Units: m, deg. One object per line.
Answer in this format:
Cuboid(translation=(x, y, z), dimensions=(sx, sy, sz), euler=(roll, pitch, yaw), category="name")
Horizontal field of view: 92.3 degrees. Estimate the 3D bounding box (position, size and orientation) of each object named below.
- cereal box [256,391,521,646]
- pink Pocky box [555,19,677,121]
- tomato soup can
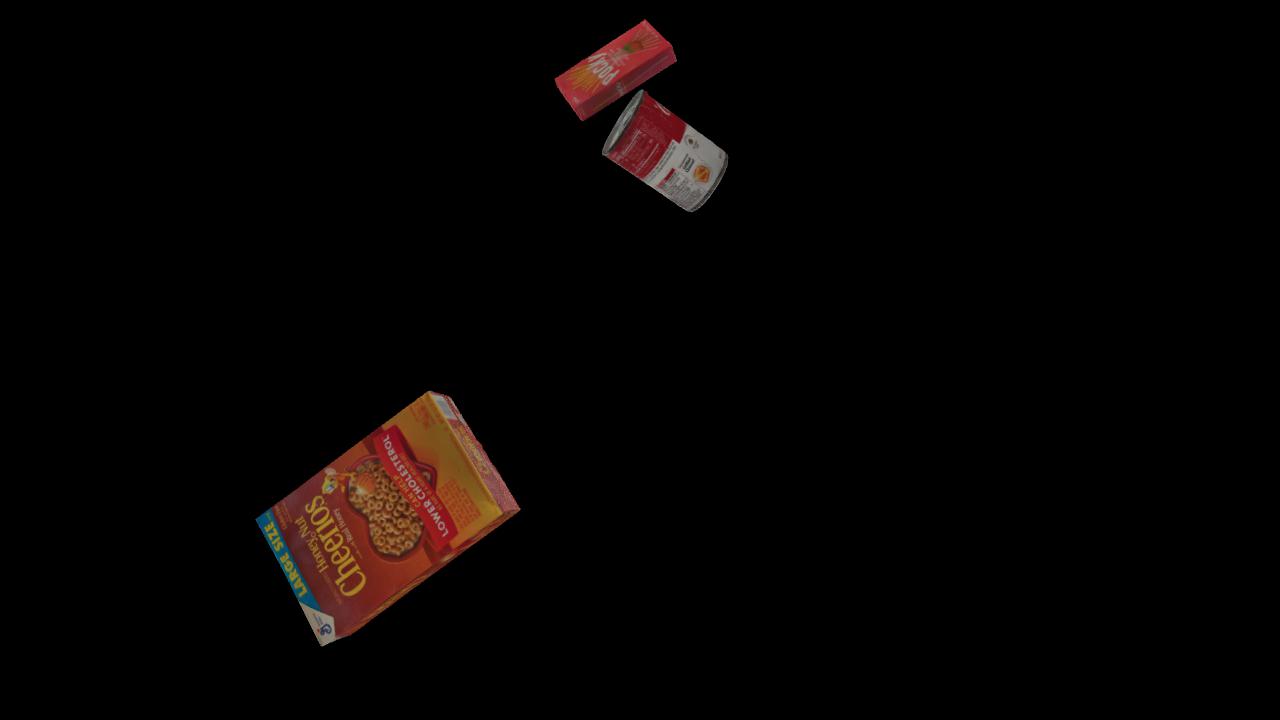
Cuboid(translation=(-0.347, 0.214, 0.848), dimensions=(0.306, 0.203, 0.081), euler=(-36, -14, 1), category="cereal box")
Cuboid(translation=(-0.035, -0.399, 0.847), dimensions=(0.155, 0.084, 0.029), euler=(-32, -33, 3), category="pink Pocky box")
Cuboid(translation=(0.024, -0.193, 0.575), dimensions=(0.101, 0.068, 0.068), euler=(29, -11, -19), category="tomato soup can")
